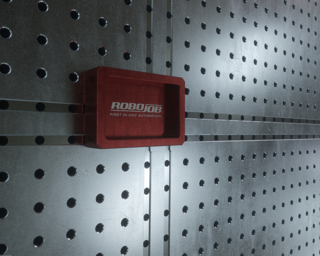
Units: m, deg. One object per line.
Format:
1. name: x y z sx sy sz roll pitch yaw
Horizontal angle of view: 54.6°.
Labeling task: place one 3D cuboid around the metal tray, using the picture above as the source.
1. metal tray: -0.026 -0.022 0.382 0.131 0.030 0.090 0 90 -40
